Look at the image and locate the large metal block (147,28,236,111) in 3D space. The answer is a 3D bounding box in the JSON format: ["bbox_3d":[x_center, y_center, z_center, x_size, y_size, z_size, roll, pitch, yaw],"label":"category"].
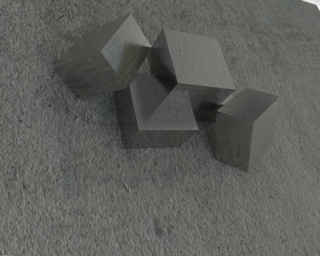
[{"bbox_3d":[0.037,-0.070,0.387,0.081,0.050,0.080,2,61,-28],"label":"large metal block"}]

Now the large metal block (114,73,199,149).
[{"bbox_3d":[-0.007,-0.021,0.397,0.081,0.050,0.080,0,62,-29],"label":"large metal block"}]

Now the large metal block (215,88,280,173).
[{"bbox_3d":[0.120,0.001,0.428,0.050,0.079,0.081,22,41,34],"label":"large metal block"}]

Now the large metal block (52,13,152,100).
[{"bbox_3d":[-0.068,-0.086,0.378,0.050,0.080,0.080,55,43,-33],"label":"large metal block"}]

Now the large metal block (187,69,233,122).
[{"bbox_3d":[0.053,-0.056,0.454,0.081,0.050,0.080,0,62,-29],"label":"large metal block"}]
